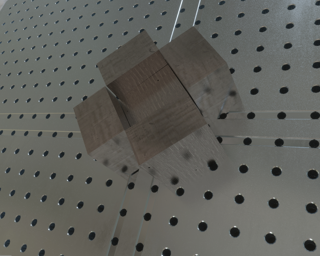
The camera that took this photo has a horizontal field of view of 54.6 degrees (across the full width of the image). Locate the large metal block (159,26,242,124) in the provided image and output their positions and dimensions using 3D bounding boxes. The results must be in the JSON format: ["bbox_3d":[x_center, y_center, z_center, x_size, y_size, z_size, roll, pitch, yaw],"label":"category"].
[{"bbox_3d":[0.051,-0.064,0.386,0.050,0.080,0.080,-33,52,6],"label":"large metal block"}]

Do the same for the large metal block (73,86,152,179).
[{"bbox_3d":[-0.058,0.007,0.400,0.050,0.080,0.080,-34,52,6],"label":"large metal block"}]

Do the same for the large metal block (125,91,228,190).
[{"bbox_3d":[0.020,0.018,0.353,0.080,0.080,0.050,-32,52,7],"label":"large metal block"}]

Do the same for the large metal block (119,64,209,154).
[{"bbox_3d":[0.003,-0.022,0.403,0.080,0.050,0.080,-34,50,8],"label":"large metal block"}]

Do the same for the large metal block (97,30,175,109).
[{"bbox_3d":[-0.027,-0.074,0.434,0.080,0.080,0.050,-34,51,6],"label":"large metal block"}]
